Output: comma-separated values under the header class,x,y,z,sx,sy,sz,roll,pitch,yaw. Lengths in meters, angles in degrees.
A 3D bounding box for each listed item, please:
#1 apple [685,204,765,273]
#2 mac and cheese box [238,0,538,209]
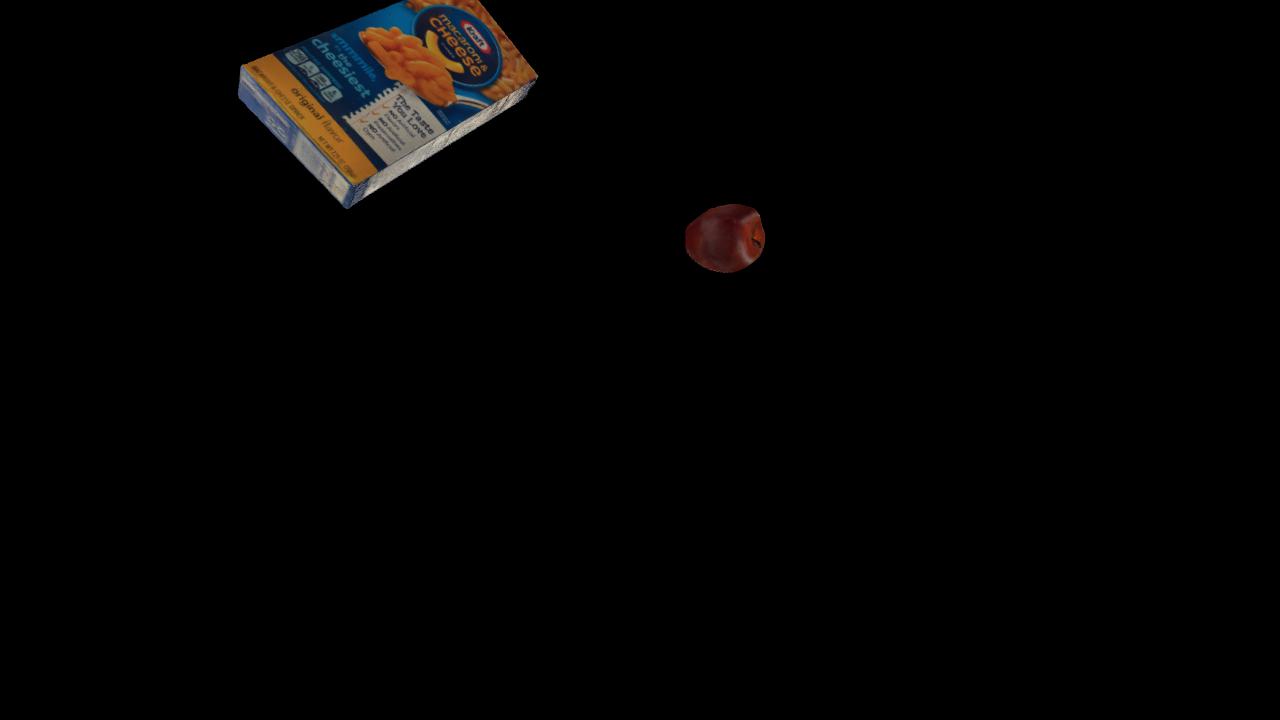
class,x,y,z,sx,sy,sz,roll,pitch,yaw
apple,0.095,-0.134,0.688,0.093,0.079,0.079,12,7,39
mac and cheese box,-0.165,-0.193,0.433,0.041,0.093,0.184,-25,21,54
